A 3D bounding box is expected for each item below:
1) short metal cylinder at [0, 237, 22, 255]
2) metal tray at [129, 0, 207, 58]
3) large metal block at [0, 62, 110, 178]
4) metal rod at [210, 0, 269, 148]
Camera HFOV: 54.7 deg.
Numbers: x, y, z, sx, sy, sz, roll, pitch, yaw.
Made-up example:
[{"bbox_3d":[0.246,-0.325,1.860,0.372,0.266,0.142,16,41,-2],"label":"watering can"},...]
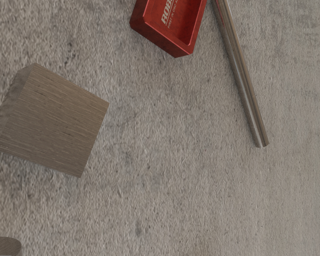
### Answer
[{"bbox_3d":[-0.151,0.127,0.244,0.081,0.080,0.050,-7,95,-40],"label":"short metal cylinder"},{"bbox_3d":[0.019,-0.173,0.418,0.090,0.030,0.130,25,74,-37],"label":"metal tray"},{"bbox_3d":[-0.108,-0.005,0.299,0.080,0.050,0.080,29,72,-37],"label":"large metal block"},{"bbox_3d":[0.132,-0.102,0.518,0.025,0.025,0.299,-35,112,-35],"label":"metal rod"}]
